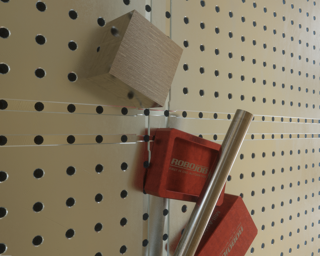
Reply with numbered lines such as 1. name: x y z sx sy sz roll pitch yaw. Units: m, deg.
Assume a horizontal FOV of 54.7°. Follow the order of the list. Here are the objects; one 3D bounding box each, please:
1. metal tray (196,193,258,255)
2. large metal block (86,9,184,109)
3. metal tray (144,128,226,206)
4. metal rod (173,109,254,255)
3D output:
1. metal tray: 0.099 0.180 0.489 0.131 0.030 0.090 -44 117 -31
2. large metal block: -0.028 -0.077 0.369 0.080 0.050 0.080 30 71 -36
3. metal tray: 0.045 0.058 0.443 0.131 0.030 0.090 19 78 -38
4. metal rod: 0.057 0.114 0.419 0.025 0.025 0.299 28 84 -37
